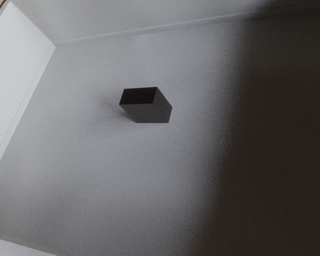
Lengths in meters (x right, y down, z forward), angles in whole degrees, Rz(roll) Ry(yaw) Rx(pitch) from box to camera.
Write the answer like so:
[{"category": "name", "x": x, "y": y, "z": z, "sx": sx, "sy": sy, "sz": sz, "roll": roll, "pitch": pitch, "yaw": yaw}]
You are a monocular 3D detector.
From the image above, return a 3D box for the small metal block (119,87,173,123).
[{"category": "small metal block", "x": -0.018, "y": -0.029, "z": 0.416, "sx": 0.050, "sy": 0.050, "sz": 0.025, "roll": 0, "pitch": 62, "yaw": 28}]
